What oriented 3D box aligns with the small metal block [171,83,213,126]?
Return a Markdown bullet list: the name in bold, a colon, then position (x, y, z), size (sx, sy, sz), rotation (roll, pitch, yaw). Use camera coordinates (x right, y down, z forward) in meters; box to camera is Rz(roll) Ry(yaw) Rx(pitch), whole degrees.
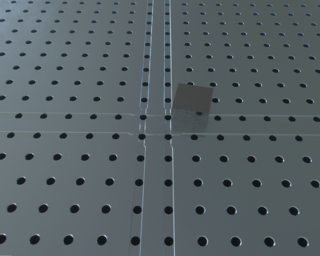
- **small metal block**: position (0.046, -0.034, 0.437), size (0.050, 0.025, 0.050), rotation (10, 51, 8)
